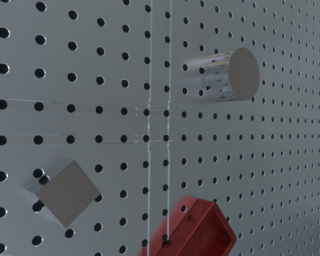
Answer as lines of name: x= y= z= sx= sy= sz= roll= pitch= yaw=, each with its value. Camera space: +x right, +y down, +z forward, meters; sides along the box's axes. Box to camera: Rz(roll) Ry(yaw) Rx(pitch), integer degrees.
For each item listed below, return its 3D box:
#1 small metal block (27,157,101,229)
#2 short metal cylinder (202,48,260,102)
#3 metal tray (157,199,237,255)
small metal block: x=-0.100 y=0.067 z=0.326 sx=0.050 sy=0.025 sz=0.050 roll=-45 pitch=117 yaw=-31
short metal cylinder: x=0.113 y=-0.082 z=0.488 sx=0.081 sy=0.050 sz=0.079 roll=0 pitch=90 yaw=-40
metal tray: x=0.054 y=0.181 z=0.451 sx=0.131 sy=0.030 sz=0.090 roll=-46 pitch=118 yaw=-30
